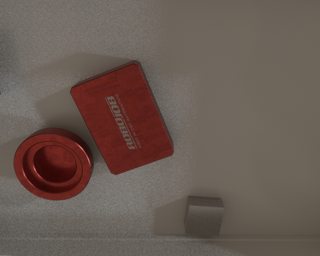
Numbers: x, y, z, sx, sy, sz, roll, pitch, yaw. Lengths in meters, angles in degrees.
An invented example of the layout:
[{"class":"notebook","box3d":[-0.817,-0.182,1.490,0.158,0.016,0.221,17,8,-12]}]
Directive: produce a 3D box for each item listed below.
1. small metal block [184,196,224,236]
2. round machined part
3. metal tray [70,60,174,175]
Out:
[{"class":"small metal block","box3d":[0.065,0.131,0.461,0.050,0.025,0.050,5,110,-2]},{"class":"round machined part","box3d":[-0.138,0.045,0.417,0.099,0.042,0.097,0,110,-1]},{"class":"metal tray","box3d":[-0.045,-0.011,0.404,0.090,0.030,0.129,-20,109,7]}]
